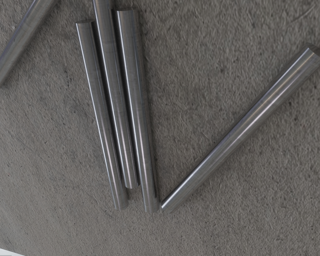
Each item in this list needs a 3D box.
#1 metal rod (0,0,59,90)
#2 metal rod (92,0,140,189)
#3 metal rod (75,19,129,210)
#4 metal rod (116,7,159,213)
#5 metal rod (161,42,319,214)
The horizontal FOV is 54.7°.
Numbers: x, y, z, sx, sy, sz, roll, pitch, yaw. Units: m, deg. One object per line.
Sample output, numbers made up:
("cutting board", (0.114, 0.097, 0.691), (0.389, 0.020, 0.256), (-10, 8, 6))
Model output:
("metal rod", (-0.181, -0.132, 0.421), (0.299, 0.025, 0.025), (-33, 100, 38))
("metal rod", (-0.055, -0.043, 0.408), (0.025, 0.025, 0.298), (9, 122, 23))
("metal rod", (-0.078, 0.000, 0.447), (0.025, 0.025, 0.298), (8, 122, 24))
("metal rod", (-0.025, -0.003, 0.417), (0.025, 0.025, 0.298), (9, 123, 23))
("metal rod", (0.079, 0.024, 0.379), (0.025, 0.025, 0.298), (37, 129, 3))
